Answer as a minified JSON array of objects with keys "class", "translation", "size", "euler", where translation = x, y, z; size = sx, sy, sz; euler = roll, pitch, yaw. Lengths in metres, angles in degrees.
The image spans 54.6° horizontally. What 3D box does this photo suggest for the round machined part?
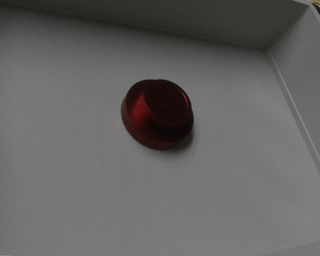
[{"class":"round machined part","translation":[0.002,-0.025,0.407],"size":[0.099,0.042,0.098],"euler":[13,56,-21]}]
